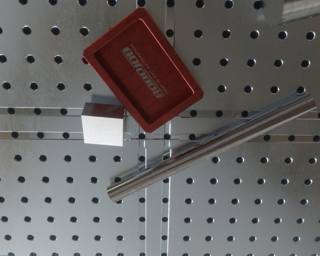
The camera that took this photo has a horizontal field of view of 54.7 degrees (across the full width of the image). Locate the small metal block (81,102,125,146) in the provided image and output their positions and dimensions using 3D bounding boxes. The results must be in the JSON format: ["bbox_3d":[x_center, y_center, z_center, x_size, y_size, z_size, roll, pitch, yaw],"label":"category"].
[{"bbox_3d":[-0.072,-0.004,0.401,0.050,0.025,0.050,5,134,-2],"label":"small metal block"}]

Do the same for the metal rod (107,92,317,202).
[{"bbox_3d":[0.063,0.030,0.425,0.301,0.025,0.025,-26,108,9],"label":"metal rod"}]

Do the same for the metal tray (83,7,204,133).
[{"bbox_3d":[-0.018,-0.069,0.385,0.090,0.030,0.130,-35,107,11],"label":"metal tray"}]

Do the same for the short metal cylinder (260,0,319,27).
[{"bbox_3d":[0.141,-0.154,0.329,0.050,0.080,0.080,-13,110,4],"label":"short metal cylinder"}]
